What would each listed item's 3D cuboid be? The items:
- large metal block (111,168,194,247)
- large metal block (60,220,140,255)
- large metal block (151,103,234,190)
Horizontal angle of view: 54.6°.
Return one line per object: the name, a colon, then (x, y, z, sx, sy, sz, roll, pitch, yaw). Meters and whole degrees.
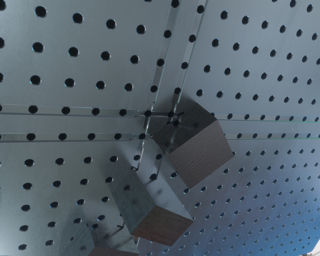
large metal block: (-0.011, 0.112, 0.438, 0.080, 0.080, 0.050, 34, 99, -38)
large metal block: (-0.092, 0.192, 0.463, 0.080, 0.050, 0.080, 28, 103, -38)
large metal block: (0.047, 0.026, 0.436, 0.080, 0.050, 0.080, -36, 129, -5)
